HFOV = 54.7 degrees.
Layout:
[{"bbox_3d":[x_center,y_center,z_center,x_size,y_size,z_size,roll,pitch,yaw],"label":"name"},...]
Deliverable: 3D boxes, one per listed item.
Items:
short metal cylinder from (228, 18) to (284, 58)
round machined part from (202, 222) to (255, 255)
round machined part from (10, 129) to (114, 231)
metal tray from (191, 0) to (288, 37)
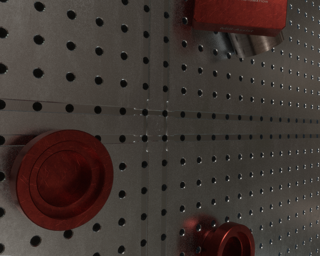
[{"bbox_3d":[0.155,-0.155,0.506,0.080,0.080,0.050,-41,115,-33],"label":"short metal cylinder"},{"bbox_3d":[0.104,0.197,0.489,0.099,0.042,0.097,0,90,-40],"label":"round machined part"},{"bbox_3d":[-0.100,0.050,0.315,0.099,0.042,0.097,0,90,-40],"label":"round machined part"},{"bbox_3d":[0.116,-0.188,0.454,0.131,0.030,0.089,6,85,1],"label":"metal tray"}]
